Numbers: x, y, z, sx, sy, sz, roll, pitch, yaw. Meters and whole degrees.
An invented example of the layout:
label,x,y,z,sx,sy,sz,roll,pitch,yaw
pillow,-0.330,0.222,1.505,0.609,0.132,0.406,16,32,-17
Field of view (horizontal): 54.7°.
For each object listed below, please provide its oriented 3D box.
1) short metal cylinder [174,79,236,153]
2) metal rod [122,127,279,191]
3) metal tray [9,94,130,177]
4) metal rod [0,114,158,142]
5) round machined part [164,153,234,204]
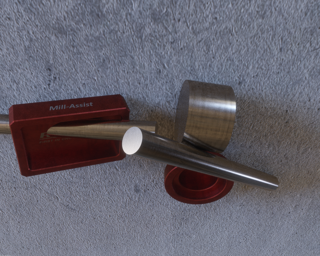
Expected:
label,x,y,z,sx,sy,sz,roll,pitch,yaw
short metal cylinder,0.049,-0.013,0.361,0.050,0.080,0.079,7,130,-6
metal rod,0.075,0.048,0.377,0.025,0.025,0.302,-38,143,27
metal tray,-0.107,0.009,0.381,0.131,0.030,0.089,-8,133,-21
metal rod,-0.154,-0.003,0.379,0.302,0.025,0.025,3,131,6
round machined part,0.055,0.065,0.452,0.099,0.042,0.097,0,130,0
